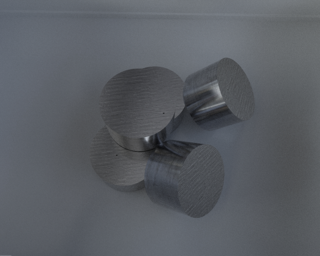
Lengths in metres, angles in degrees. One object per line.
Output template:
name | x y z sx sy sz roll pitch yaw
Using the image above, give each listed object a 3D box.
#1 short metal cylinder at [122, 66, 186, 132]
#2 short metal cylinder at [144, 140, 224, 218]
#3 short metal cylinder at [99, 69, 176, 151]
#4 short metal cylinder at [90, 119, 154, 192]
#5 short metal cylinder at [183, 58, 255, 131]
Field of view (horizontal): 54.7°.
short metal cylinder | -0.007 -0.033 0.406 0.081 0.050 0.080 0 70 0
short metal cylinder | 0.029 0.055 0.352 0.050 0.080 0.080 5 63 45
short metal cylinder | -0.023 -0.019 0.347 0.081 0.050 0.080 0 70 0
short metal cylinder | -0.041 0.035 0.382 0.081 0.050 0.080 0 70 0
short metal cylinder | 0.075 -0.041 0.389 0.080 0.050 0.080 20 61 -40
